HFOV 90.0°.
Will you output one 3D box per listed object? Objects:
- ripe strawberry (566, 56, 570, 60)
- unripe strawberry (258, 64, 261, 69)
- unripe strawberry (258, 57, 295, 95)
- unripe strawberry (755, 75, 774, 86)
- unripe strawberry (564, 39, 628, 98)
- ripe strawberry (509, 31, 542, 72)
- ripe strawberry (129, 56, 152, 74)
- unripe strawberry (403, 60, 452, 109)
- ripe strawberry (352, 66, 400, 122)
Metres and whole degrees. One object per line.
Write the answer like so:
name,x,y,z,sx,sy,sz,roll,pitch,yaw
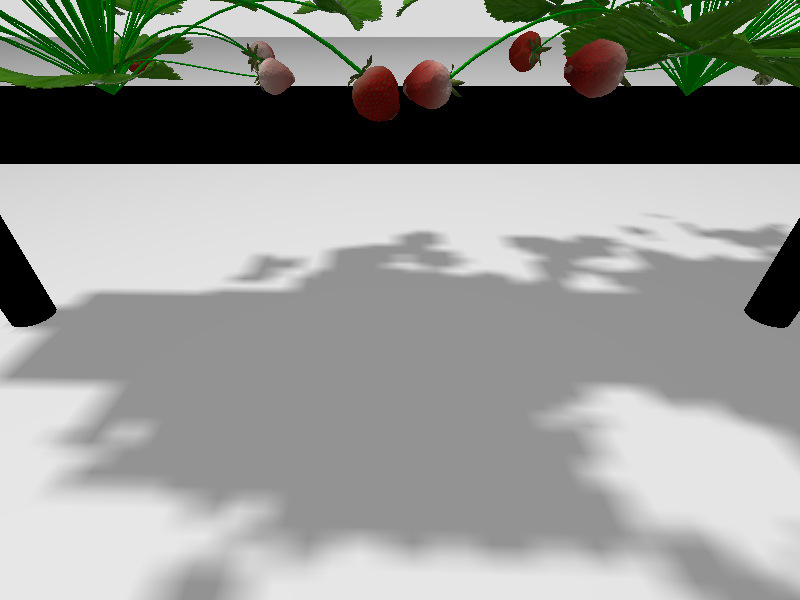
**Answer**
ripe strawberry,0.227,-0.314,0.513,0.030,0.025,0.030,0,-13,0
unripe strawberry,-0.140,-0.238,0.415,0.014,0.013,0.013,21,-32,27
unripe strawberry,-0.095,-0.174,0.311,0.026,0.025,0.024,-1,35,-2
unripe strawberry,0.321,-0.195,0.352,0.013,0.011,0.013,11,24,-37
unripe strawberry,0.137,-0.165,0.286,0.037,0.037,0.041,-8,35,-11
ripe strawberry,0.140,-0.281,0.453,0.034,0.039,0.037,-15,35,-20
ripe strawberry,-0.281,-0.256,0.428,0.029,0.026,0.027,-12,23,-17
unripe strawberry,0.016,-0.131,0.246,0.028,0.027,0.030,-16,37,-12
ripe strawberry,-0.012,-0.115,0.228,0.028,0.028,0.026,-33,12,40
